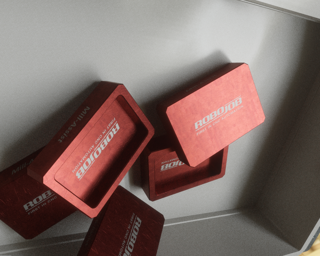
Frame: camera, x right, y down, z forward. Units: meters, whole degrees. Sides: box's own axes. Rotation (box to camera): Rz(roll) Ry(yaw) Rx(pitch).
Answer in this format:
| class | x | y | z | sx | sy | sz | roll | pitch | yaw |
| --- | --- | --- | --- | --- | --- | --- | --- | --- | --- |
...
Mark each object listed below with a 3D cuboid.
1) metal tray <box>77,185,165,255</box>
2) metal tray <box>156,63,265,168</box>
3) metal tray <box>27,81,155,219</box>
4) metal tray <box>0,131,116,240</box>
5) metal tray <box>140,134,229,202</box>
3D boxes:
| class | x | y | z | sx | sy | sz | roll | pitch | yaw |
| --- | --- | --- | --- | --- | --- | --- | --- | --- | --- |
| metal tray | -0.048 | 0.150 | 0.396 | 0.090 | 0.130 | 0.030 | 39 | 129 | -18 |
| metal tray | 0.070 | -0.019 | 0.409 | 0.131 | 0.030 | 0.090 | -31 | 111 | -16 |
| metal tray | -0.068 | 0.023 | 0.346 | 0.130 | 0.030 | 0.090 | -55 | 137 | -22 |
| metal tray | -0.131 | 0.069 | 0.378 | 0.131 | 0.030 | 0.090 | -32 | 129 | -8 |
| metal tray | 0.037 | 0.048 | 0.457 | 0.131 | 0.030 | 0.089 | -14 | 125 | -21 |
